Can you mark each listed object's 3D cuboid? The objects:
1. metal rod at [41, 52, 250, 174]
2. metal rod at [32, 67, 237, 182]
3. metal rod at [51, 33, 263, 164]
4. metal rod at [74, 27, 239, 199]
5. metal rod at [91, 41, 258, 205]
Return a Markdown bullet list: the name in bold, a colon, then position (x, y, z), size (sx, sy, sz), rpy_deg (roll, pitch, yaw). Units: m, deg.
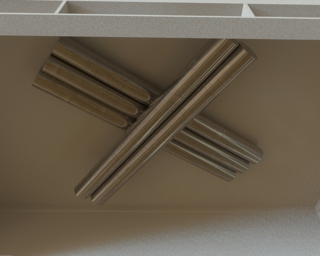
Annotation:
- **metal rod**: position (-0.002, -0.009, 0.399), size (0.301, 0.025, 0.025), rpy_deg (28, 125, -22)
- **metal rod**: position (-0.017, 0.005, 0.411), size (0.301, 0.025, 0.025), rpy_deg (28, 125, -22)
- **metal rod**: position (0.014, -0.025, 0.386), size (0.301, 0.025, 0.025), rpy_deg (28, 125, -22)
- **metal rod**: position (-0.023, 0.002, 0.376), size (0.025, 0.025, 0.299), rpy_deg (30, 124, -23)
- **metal rod**: position (-0.002, 0.013, 0.385), size (0.025, 0.025, 0.299), rpy_deg (30, 124, -23)
